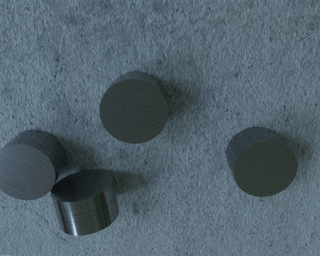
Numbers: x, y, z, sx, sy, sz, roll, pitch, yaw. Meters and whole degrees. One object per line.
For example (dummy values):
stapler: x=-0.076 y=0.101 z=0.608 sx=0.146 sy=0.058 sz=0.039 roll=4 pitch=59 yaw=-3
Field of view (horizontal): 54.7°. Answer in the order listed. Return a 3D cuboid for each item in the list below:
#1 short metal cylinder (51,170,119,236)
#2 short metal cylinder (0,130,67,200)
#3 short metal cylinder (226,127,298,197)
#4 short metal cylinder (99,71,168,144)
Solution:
short metal cylinder: x=-0.099 y=0.097 z=0.415 sx=0.080 sy=0.080 sz=0.050 roll=-7 pitch=110 yaw=2
short metal cylinder: x=-0.172 y=0.048 z=0.413 sx=0.081 sy=0.050 sz=0.079 roll=0 pitch=110 yaw=0
short metal cylinder: x=0.133 y=0.044 z=0.414 sx=0.081 sy=0.050 sz=0.079 roll=0 pitch=110 yaw=0
short metal cylinder: x=-0.031 y=-0.027 z=0.386 sx=0.081 sy=0.050 sz=0.079 roll=0 pitch=110 yaw=0
